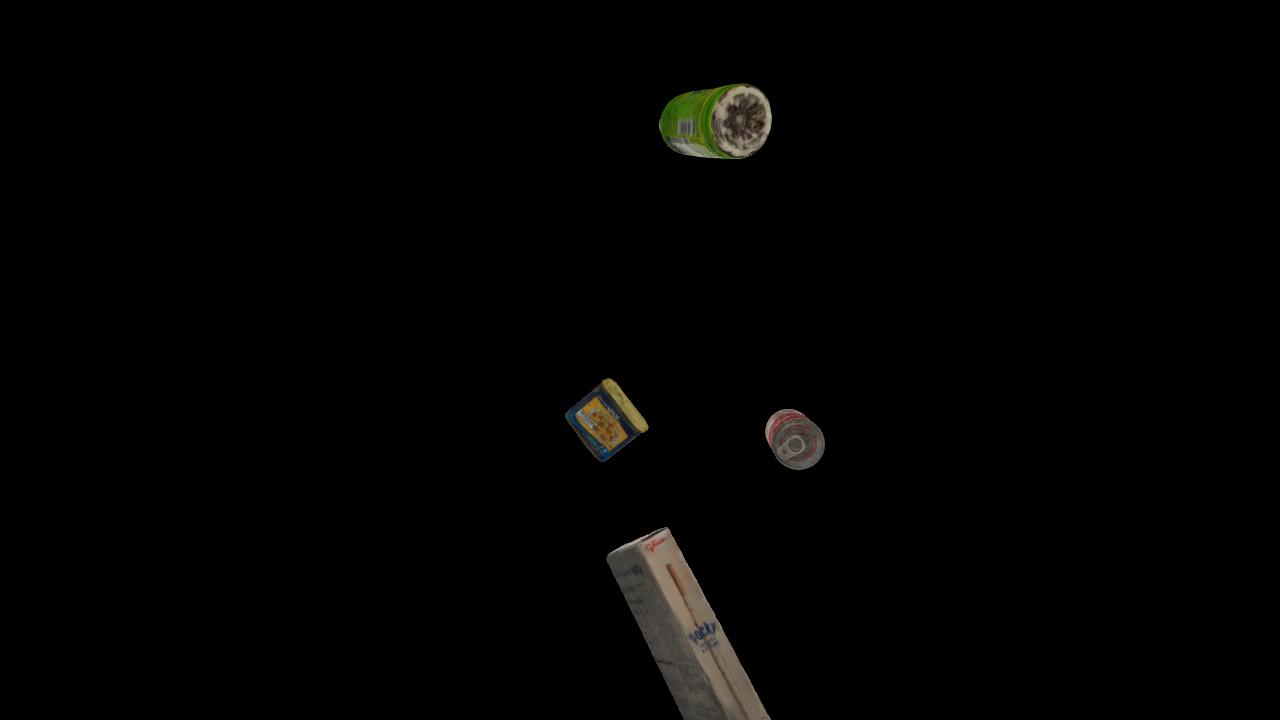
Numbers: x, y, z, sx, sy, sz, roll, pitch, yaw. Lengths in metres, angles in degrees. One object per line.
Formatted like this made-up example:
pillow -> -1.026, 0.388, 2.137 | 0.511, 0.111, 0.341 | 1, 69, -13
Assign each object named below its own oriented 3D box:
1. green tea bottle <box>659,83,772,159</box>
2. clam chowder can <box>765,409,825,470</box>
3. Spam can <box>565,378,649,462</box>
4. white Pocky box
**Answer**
green tea bottle -> 0.067, -0.263, 0.683 | 0.073, 0.073, 0.212 | 0, 20, -20
clam chowder can -> 0.209, 0.106, 0.840 | 0.068, 0.068, 0.102 | 0, 3, 6
Spam can -> -0.052, 0.094, 0.946 | 0.085, 0.101, 0.058 | -40, -7, 15
white Pocky box -> 0.031, 0.190, 0.405 | 0.028, 0.154, 0.084 | -23, -14, -26
